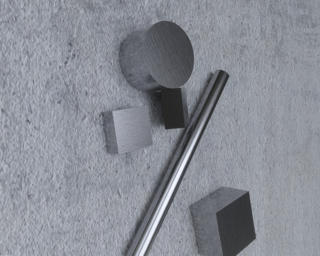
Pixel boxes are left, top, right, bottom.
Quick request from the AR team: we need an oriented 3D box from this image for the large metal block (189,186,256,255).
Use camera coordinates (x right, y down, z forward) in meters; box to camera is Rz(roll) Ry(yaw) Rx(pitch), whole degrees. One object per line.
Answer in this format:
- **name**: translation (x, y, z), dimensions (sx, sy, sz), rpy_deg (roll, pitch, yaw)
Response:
- **large metal block**: translation (0.097, 0.145, 0.473), dimensions (0.081, 0.050, 0.079), rpy_deg (-18, 102, -39)

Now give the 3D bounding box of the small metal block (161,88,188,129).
- **small metal block**: translation (0.021, -0.027, 0.408), dimensions (0.050, 0.025, 0.050), rpy_deg (-33, 118, -76)

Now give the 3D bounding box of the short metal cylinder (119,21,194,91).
- **short metal cylinder**: translation (-0.003, -0.087, 0.387), dimensions (0.081, 0.050, 0.079), rpy_deg (0, 90, -40)

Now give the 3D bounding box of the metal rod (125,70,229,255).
- **metal rod**: translation (0.033, 0.040, 0.434), dimensions (0.025, 0.025, 0.300), rpy_deg (42, 65, -32)

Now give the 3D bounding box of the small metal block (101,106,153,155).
- **small metal block**: translation (-0.039, 0.001, 0.374), dimensions (0.050, 0.025, 0.050), rpy_deg (-13, 98, -40)
